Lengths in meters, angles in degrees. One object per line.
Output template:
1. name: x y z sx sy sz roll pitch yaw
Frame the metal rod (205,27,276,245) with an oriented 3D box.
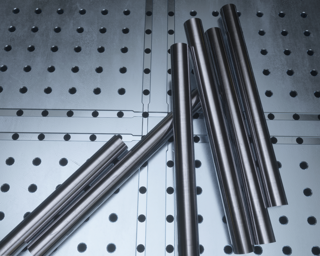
1. metal rod: 0.101 -0.004 0.413 0.025 0.025 0.299 -8 70 -3

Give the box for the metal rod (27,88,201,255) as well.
1. metal rod: -0.038 0.045 0.395 0.025 0.025 0.301 43 75 14

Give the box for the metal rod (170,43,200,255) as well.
1. metal rod: 0.030 0.038 0.378 0.025 0.025 0.299 -1 77 -1

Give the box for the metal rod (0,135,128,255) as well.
1. metal rod: -0.155 0.119 0.367 0.025 0.025 0.301 42 75 14

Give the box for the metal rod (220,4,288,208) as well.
1. metal rod: 0.124 -0.044 0.428 0.025 0.025 0.299 -7 70 -3

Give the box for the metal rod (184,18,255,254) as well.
1. metal rod: 0.071 0.000 0.392 0.025 0.025 0.299 -10 78 -4
